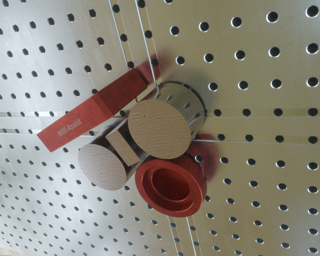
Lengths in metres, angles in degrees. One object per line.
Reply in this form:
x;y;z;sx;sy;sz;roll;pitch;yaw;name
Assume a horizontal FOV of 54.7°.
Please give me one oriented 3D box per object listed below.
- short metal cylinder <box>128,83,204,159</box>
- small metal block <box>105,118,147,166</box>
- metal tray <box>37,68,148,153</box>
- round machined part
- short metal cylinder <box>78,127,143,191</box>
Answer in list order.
0.008;-0.009;0.380;0.080;0.050;0.079;13;124;21;short metal cylinder
-0.037;0.015;0.418;0.025;0.050;0.050;-28;103;37;small metal block
-0.087;-0.022;0.396;0.130;0.090;0.030;-26;104;37;metal tray
0.019;0.073;0.430;0.098;0.042;0.097;13;124;21;round machined part
-0.072;0.045;0.456;0.080;0.050;0.079;13;124;21;short metal cylinder
